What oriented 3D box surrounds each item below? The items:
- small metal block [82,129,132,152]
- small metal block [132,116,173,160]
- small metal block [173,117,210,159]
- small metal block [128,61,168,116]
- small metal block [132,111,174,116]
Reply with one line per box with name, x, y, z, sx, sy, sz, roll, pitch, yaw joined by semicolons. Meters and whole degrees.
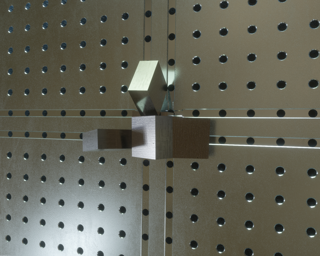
small metal block;-0.070;0.017;0.414;0.050;0.050;0.025;-12;78;54
small metal block;-0.010;0.011;0.378;0.050;0.025;0.050;-1;90;53
small metal block;0.034;0.012;0.389;0.050;0.025;0.050;2;91;-11
small metal block;-0.014;-0.050;0.394;0.025;0.050;0.050;3;55;21
small metal block;-0.010;0.003;0.417;0.050;0.025;0.050;3;91;20
